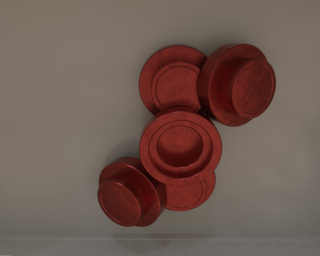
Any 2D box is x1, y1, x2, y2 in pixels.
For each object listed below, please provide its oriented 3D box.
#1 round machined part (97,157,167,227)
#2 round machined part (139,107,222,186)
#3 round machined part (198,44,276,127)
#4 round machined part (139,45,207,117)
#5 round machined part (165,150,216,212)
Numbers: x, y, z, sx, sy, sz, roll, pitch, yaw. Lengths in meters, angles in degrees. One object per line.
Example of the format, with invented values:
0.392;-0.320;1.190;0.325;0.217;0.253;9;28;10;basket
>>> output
-0.043;0.091;0.411;0.098;0.042;0.097;13;117;26;round machined part
0.024;0.020;0.385;0.099;0.042;0.097;0;110;-1;round machined part
0.096;-0.048;0.361;0.099;0.042;0.097;-10;110;-29;round machined part
0.023;-0.051;0.382;0.099;0.042;0.097;0;110;-1;round machined part
0.028;0.075;0.429;0.099;0.042;0.097;0;110;-1;round machined part
